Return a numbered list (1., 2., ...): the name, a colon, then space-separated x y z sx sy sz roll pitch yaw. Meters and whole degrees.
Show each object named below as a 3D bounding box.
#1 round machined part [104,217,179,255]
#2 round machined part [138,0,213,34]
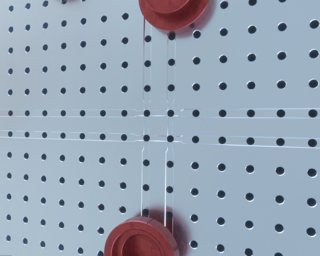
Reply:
1. round machined part: -0.021 0.166 0.411 0.098 0.042 0.097 0 90 20
2. round machined part: 0.017 -0.174 0.398 0.098 0.042 0.097 0 90 20
